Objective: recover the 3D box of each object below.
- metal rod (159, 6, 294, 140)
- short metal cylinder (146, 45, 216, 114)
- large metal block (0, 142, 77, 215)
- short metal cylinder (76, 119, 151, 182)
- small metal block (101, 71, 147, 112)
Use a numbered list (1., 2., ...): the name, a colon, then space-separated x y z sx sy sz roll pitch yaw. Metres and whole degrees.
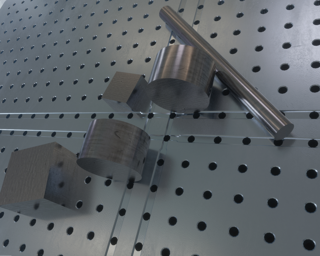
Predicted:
1. metal rod: 0.072 -0.095 0.428 0.025 0.025 0.300 -36 51 5
2. short metal cylinder: 0.027 -0.060 0.396 0.080 0.080 0.050 1 62 28
3. large metal block: -0.170 0.073 0.437 0.080 0.050 0.080 -13 56 21
4. short metal cylinder: -0.056 0.030 0.384 0.080 0.080 0.050 -1 61 27
5. small metal block: -0.053 -0.056 0.470 0.050 0.025 0.050 14 69 33
